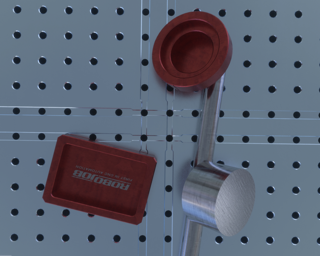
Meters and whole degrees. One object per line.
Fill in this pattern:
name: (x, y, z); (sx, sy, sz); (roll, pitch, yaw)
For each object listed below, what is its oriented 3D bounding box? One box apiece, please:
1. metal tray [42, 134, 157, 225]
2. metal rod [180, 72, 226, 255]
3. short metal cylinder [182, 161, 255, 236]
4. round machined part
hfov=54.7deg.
metal tray: (-0.077, 0.066, 0.410); (0.131, 0.030, 0.090); (14, 90, 0)
metal rod: (0.056, 0.056, 0.413); (0.025, 0.025, 0.298); (8, 90, 0)
short metal cylinder: (0.073, 0.085, 0.381); (0.081, 0.050, 0.079); (-7, 100, -41)
round machined part: (0.043, -0.092, 0.392); (0.098, 0.042, 0.098); (-6, 76, 24)
